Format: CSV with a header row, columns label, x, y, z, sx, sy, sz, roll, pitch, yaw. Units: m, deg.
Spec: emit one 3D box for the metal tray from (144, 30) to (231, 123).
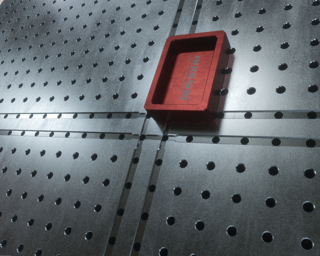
label,x,y,z,sx,sy,sz,roll,pitch,yaw
metal tray,0.039,-0.072,0.427,0.090,0.030,0.130,3,63,29
